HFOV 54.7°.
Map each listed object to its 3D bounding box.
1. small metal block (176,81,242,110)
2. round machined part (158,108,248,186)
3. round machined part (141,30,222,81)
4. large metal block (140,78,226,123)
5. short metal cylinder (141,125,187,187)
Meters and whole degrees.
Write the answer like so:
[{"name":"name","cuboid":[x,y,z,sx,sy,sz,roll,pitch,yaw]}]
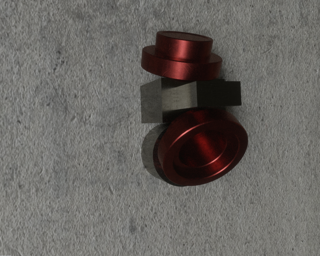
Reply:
[{"name":"small metal block","cuboid":[0.051,-0.034,0.331,0.050,0.050,0.025,-3,91,-20]},{"name":"round machined part","cuboid":[0.044,0.017,0.348,0.099,0.042,0.097,-11,132,-13]},{"name":"round machined part","cuboid":[0.027,-0.092,0.378,0.099,0.098,0.042,-2,116,-20]},{"name":"large metal block","cuboid":[0.026,-0.032,0.391,0.081,0.080,0.050,-2,91,-20]},{"name":"short metal cylinder","cuboid":[0.020,0.033,0.407,0.081,0.050,0.079,0,90,-21]}]
